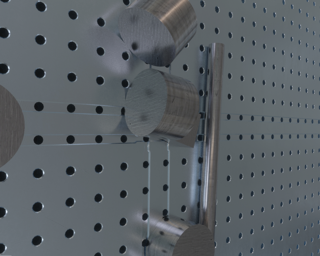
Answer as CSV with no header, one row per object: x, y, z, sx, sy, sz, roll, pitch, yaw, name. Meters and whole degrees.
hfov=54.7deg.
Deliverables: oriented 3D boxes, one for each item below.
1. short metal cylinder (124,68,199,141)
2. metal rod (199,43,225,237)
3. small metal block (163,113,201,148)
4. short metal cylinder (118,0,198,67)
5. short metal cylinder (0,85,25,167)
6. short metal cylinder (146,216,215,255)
0.001,-0.027,0.374,0.050,0.080,0.080,10,84,-40,short metal cylinder
0.079,0.020,0.475,0.025,0.025,0.298,6,86,-40,metal rod
0.027,-0.003,0.432,0.050,0.025,0.050,23,76,-38,small metal block
-0.003,-0.121,0.371,0.080,0.080,0.050,52,60,-28,short metal cylinder
-0.162,-0.002,0.257,0.081,0.050,0.079,0,90,-40,short metal cylinder
0.028,0.164,0.417,0.081,0.050,0.079,0,90,-40,short metal cylinder
